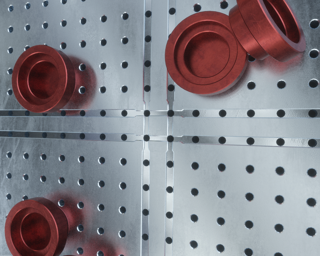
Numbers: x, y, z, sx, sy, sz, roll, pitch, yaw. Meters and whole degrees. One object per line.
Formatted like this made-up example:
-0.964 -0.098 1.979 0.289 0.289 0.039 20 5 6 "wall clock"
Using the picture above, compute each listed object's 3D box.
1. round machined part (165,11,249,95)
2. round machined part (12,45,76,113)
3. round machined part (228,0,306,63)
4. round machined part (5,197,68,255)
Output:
0.059 -0.089 0.383 0.098 0.042 0.097 0 90 20 "round machined part"
-0.167 -0.071 0.463 0.098 0.042 0.097 0 90 20 "round machined part"
0.113 -0.114 0.339 0.042 0.099 0.098 -30 79 42 "round machined part"
-0.180 0.153 0.467 0.098 0.042 0.097 0 89 20 "round machined part"
